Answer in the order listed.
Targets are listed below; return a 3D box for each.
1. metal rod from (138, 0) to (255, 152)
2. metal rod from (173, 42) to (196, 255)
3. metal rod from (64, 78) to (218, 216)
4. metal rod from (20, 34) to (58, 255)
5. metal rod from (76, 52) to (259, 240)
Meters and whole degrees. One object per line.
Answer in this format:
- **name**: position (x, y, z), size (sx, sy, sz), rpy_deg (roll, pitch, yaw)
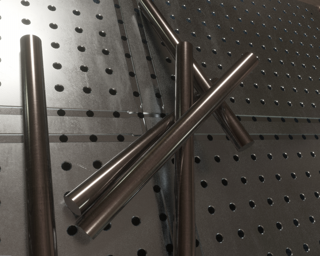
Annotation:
- **metal rod**: position (0.044, -0.094, 0.465), size (0.025, 0.025, 0.299), rpy_deg (-13, 61, -34)
- **metal rod**: position (0.031, 0.020, 0.388), size (0.025, 0.025, 0.299), rpy_deg (12, 64, -22)
- **metal rod**: position (0.002, 0.004, 0.408), size (0.025, 0.025, 0.302), rpy_deg (47, 51, 4)
- **metal rod**: position (-0.129, 0.023, 0.324), size (0.025, 0.025, 0.299), rpy_deg (1, 62, -28)
- **metal rod**: position (0.024, 0.005, 0.365), size (0.025, 0.025, 0.301), rpy_deg (45, 68, 2)
